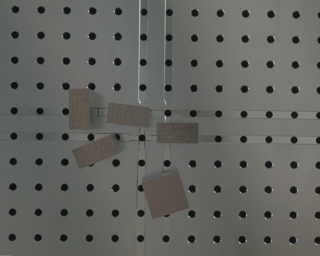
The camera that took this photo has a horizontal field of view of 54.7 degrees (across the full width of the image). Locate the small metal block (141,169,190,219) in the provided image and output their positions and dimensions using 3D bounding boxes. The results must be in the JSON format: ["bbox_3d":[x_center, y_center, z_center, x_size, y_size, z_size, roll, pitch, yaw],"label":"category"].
[{"bbox_3d":[0.007,0.087,0.414,0.050,0.025,0.050,-17,90,-1],"label":"small metal block"}]

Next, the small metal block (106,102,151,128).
[{"bbox_3d":[-0.039,-0.016,0.400,0.050,0.050,0.025,7,90,-1],"label":"small metal block"}]

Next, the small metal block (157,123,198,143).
[{"bbox_3d":[0.021,0.006,0.401,0.050,0.050,0.025,1,90,-1],"label":"small metal block"}]

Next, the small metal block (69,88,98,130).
[{"bbox_3d":[-0.098,-0.023,0.400,0.025,0.050,0.050,-1,90,0],"label":"small metal block"}]

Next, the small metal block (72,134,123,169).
[{"bbox_3d":[-0.079,0.029,0.400,0.050,0.050,0.025,-22,90,0],"label":"small metal block"}]
